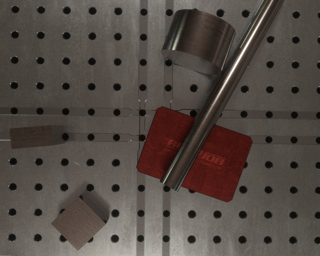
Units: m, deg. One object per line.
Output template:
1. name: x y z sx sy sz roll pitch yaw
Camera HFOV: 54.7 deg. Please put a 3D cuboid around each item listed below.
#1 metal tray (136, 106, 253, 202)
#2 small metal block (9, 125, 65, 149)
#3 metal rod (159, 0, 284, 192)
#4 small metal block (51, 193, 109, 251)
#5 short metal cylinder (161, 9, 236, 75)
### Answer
1. metal tray: 0.044 0.034 0.412 0.131 0.030 0.090 19 90 -1
2. small metal block: -0.156 0.011 0.399 0.050 0.050 0.025 -5 90 -1
3. metal rod: 0.085 -0.057 0.392 0.025 0.025 0.300 31 81 -1
4. small metal block: -0.105 0.124 0.412 0.050 0.025 0.050 -44 91 0
5. short metal cylinder: 0.047 -0.105 0.387 0.080 0.080 0.050 19 90 -1
